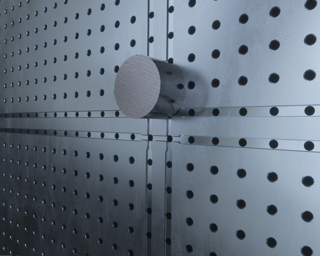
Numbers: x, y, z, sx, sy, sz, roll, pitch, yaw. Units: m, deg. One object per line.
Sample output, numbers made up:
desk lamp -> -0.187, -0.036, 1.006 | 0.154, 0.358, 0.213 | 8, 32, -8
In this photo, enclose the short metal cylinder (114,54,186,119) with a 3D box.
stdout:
short metal cylinder -> -0.014, -0.052, 0.406 | 0.080, 0.050, 0.080 | 0, 90, 40
